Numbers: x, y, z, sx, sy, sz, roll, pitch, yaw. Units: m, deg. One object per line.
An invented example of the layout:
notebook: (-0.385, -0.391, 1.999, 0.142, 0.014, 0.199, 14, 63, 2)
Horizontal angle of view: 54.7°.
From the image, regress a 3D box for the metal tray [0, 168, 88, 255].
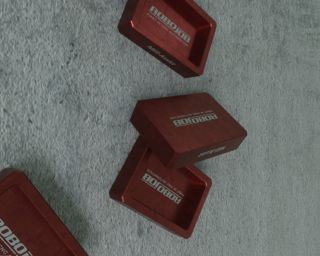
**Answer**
metal tray: (-0.135, 0.114, 0.288, 0.090, 0.030, 0.130, -42, 116, -32)

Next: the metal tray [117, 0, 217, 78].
metal tray: (0.016, -0.135, 0.413, 0.131, 0.030, 0.090, 28, 73, -37)

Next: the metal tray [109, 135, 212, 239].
metal tray: (0.007, 0.078, 0.406, 0.130, 0.030, 0.090, 40, 66, -33)

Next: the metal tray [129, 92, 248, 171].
metal tray: (0.039, -0.002, 0.397, 0.131, 0.090, 0.030, -11, 141, -39)
